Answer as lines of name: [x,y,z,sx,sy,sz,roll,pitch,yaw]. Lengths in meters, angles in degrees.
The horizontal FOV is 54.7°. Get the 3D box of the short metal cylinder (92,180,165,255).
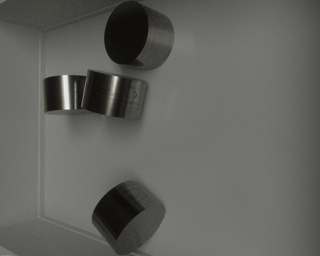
short metal cylinder: [-0.040,0.116,0.402,0.050,0.081,0.079,38,113,33]

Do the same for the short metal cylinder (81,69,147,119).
short metal cylinder: [-0.062,-0.047,0.420,0.080,0.081,0.050,20,103,38]

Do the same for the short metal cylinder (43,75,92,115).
short metal cylinder: [-0.138,-0.049,0.482,0.080,0.081,0.050,-6,86,39]

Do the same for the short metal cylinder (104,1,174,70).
short metal cylinder: [-0.028,-0.121,0.412,0.080,0.050,0.079,0,90,39]
